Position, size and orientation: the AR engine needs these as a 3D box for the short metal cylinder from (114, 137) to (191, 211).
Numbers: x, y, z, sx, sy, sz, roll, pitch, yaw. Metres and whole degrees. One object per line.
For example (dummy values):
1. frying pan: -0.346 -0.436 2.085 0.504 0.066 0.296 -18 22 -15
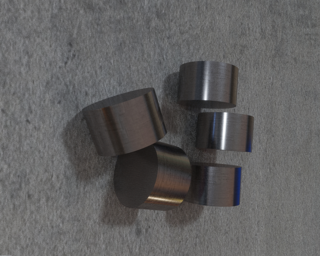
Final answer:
1. short metal cylinder: -0.010 0.054 0.362 0.050 0.080 0.080 18 79 -39

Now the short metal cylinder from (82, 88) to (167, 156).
1. short metal cylinder: -0.038 -0.008 0.339 0.081 0.080 0.050 -27 107 -37

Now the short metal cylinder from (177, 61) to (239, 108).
1. short metal cylinder: 0.065 -0.057 0.426 0.081 0.080 0.050 7 86 -40

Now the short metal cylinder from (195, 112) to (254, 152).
1. short metal cylinder: 0.093 0.007 0.450 0.081 0.080 0.050 8 85 -40

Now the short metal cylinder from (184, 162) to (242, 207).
1. short metal cylinder: 0.071 0.076 0.432 0.081 0.080 0.050 6 86 -40
